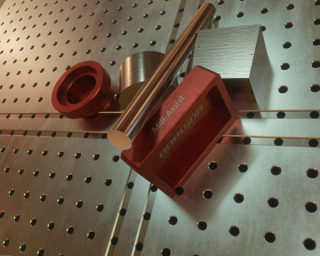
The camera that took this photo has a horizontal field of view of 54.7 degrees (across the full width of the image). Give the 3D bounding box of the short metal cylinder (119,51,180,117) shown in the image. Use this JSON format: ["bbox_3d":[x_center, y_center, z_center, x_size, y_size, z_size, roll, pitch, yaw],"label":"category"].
[{"bbox_3d":[-0.014,-0.056,0.415,0.080,0.080,0.050,-17,55,19],"label":"short metal cylinder"}]

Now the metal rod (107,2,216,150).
[{"bbox_3d":[0.019,-0.086,0.384,0.025,0.025,0.301,1,41,29],"label":"metal rod"}]

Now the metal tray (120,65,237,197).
[{"bbox_3d":[0.027,0.007,0.348,0.030,0.090,0.130,34,81,38],"label":"metal tray"}]

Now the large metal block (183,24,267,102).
[{"bbox_3d":[0.086,-0.081,0.397,0.080,0.050,0.080,4,64,30],"label":"large metal block"}]

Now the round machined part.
[{"bbox_3d":[-0.120,-0.056,0.495,0.098,0.042,0.098,-13,56,21],"label":"round machined part"}]
